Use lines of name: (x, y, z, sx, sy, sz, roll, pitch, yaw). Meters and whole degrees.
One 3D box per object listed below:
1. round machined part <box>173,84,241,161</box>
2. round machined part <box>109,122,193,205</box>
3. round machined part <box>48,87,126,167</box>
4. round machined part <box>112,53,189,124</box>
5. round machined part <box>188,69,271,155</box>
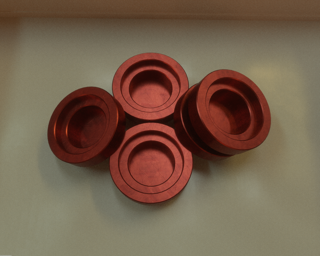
round machined part: (0.061, -0.006, 0.390, 0.099, 0.042, 0.098, 8, 68, -21)
round machined part: (-0.010, 0.045, 0.381, 0.099, 0.042, 0.098, 0, 70, 0)
round machined part: (-0.086, 0.001, 0.387, 0.098, 0.042, 0.098, -7, 68, 19)
round machined part: (-0.012, -0.048, 0.416, 0.099, 0.042, 0.098, 0, 70, 0)
round machined part: (0.077, -0.016, 0.364, 0.099, 0.042, 0.098, 8, 68, -21)
